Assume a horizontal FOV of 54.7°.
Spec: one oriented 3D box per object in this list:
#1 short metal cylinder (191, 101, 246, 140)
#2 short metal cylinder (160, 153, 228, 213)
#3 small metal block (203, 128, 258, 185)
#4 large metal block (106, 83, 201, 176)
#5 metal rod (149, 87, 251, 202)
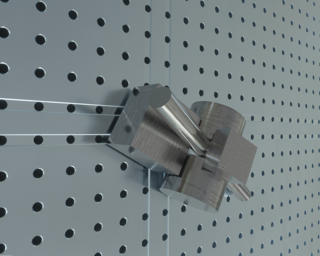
[{"bbox_3d":[0.073,0.004,0.431,0.080,0.080,0.050,34,69,-35],"label":"short metal cylinder"},{"bbox_3d":[0.046,0.073,0.408,0.080,0.080,0.050,37,67,-34],"label":"short metal cylinder"},{"bbox_3d":[0.085,0.035,0.374,0.050,0.025,0.050,32,70,-26],"label":"small metal block"},{"bbox_3d":[-0.005,0.003,0.381,0.080,0.050,0.080,36,68,-34],"label":"large metal block"},{"bbox_3d":[0.071,0.041,0.413,0.300,0.025,0.025,45,62,-48],"label":"metal rod"}]
